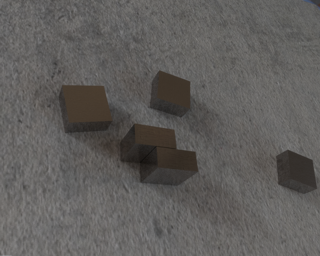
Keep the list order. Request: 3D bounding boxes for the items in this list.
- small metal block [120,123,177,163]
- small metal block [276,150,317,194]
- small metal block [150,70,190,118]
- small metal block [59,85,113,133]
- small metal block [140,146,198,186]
[{"bbox_3d":[-0.015,0.021,0.368,0.050,0.050,0.025,9,58,-24],"label":"small metal block"},{"bbox_3d":[0.210,0.068,0.479,0.050,0.025,0.050,21,54,-16],"label":"small metal block"},{"bbox_3d":[0.015,-0.049,0.443,0.050,0.025,0.050,17,55,-19],"label":"small metal block"},{"bbox_3d":[-0.090,-0.023,0.371,0.050,0.025,0.050,-3,64,-30],"label":"small metal block"},{"bbox_3d":[0.009,0.047,0.366,0.050,0.050,0.025,9,58,-24],"label":"small metal block"}]
